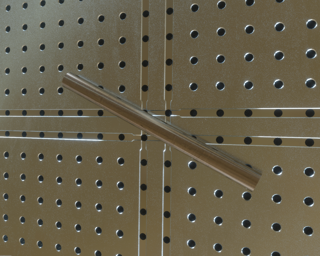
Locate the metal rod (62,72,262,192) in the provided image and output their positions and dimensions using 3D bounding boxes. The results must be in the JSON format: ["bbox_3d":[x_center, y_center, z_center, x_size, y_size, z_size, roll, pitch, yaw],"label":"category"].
[{"bbox_3d":[-0.010,-0.003,0.415,0.301,0.025,0.025,29,99,17],"label":"metal rod"}]
